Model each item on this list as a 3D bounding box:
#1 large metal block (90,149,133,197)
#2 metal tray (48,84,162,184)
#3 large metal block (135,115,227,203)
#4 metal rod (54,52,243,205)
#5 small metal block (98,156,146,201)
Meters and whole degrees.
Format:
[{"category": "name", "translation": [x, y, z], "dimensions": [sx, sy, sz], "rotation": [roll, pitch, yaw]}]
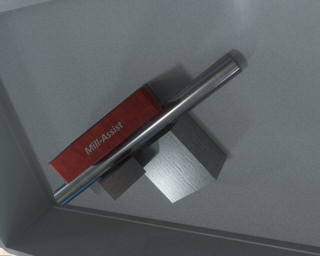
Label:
[{"category": "large metal block", "translation": [-0.084, 0.044, 0.458], "dimensions": [0.080, 0.050, 0.080], "rotation": [47, 129, -6]}, {"category": "metal tray", "translation": [-0.058, 0.002, 0.360], "dimensions": [0.130, 0.090, 0.030], "rotation": [-38, 99, 6]}, {"category": "large metal block", "translation": [0.025, 0.039, 0.401], "dimensions": [0.080, 0.050, 0.080], "rotation": [47, 129, -6]}, {"category": "metal rod", "translation": [-0.031, 0.014, 0.382], "dimensions": [0.299, 0.025, 0.025], "rotation": [-37, 98, 23]}, {"category": "small metal block", "translation": [-0.049, 0.061, 0.390], "dimensions": [0.025, 0.050, 0.050], "rotation": [50, 165, -7]}]
